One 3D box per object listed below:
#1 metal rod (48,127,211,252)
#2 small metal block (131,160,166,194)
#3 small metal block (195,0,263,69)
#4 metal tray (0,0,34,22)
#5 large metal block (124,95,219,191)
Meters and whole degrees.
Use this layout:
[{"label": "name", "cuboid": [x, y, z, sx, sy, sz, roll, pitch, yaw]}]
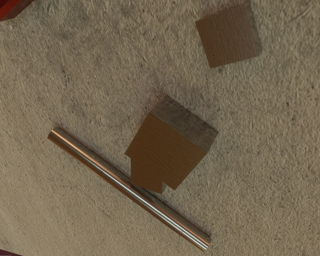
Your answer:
[{"label": "metal rod", "cuboid": [-0.050, 0.095, 0.489, 0.301, 0.025, 0.025, 35, 129, 4]}, {"label": "small metal block", "cuboid": [-0.014, 0.063, 0.452, 0.050, 0.025, 0.050, 15, 125, 19]}, {"label": "small metal block", "cuboid": [0.070, -0.093, 0.312, 0.050, 0.025, 0.050, -9, 114, 32]}, {"label": "metal tray", "cuboid": [-0.183, -0.199, 0.374, 0.130, 0.030, 0.090, -19, 109, 35]}, {"label": "large metal block", "cuboid": [0.014, 0.019, 0.394, 0.080, 0.050, 0.079, 36, 129, 3]}]
